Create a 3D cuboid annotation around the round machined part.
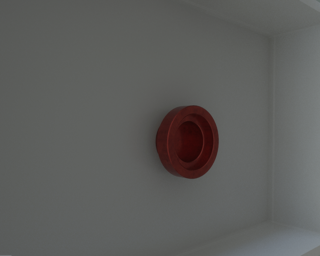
[{"bbox_3d":[0.033,0.018,0.426,0.099,0.042,0.097,0,90,-40],"label":"round machined part"}]
